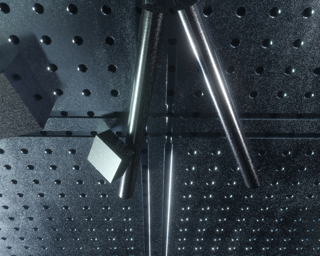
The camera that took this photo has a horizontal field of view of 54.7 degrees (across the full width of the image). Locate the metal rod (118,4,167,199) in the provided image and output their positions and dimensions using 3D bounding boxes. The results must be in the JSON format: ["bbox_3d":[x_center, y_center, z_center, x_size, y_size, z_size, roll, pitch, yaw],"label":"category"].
[{"bbox_3d":[-0.030,-0.008,0.404,0.025,0.025,0.298,7,130,-6],"label":"metal rod"}]

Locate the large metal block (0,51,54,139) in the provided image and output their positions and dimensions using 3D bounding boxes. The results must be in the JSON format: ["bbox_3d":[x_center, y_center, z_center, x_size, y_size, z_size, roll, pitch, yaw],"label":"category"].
[{"bbox_3d":[-0.187,-0.035,0.364,0.080,0.050,0.080,-12,129,10],"label":"large metal block"}]

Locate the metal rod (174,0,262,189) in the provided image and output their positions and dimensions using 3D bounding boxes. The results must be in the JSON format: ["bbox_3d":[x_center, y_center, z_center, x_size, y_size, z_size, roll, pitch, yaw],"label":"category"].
[{"bbox_3d":[0.086,-0.019,0.396,0.025,0.025,0.299,-19,128,15],"label":"metal rod"}]

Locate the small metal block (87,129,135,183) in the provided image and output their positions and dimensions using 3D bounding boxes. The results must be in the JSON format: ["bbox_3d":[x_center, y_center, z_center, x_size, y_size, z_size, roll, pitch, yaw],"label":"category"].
[{"bbox_3d":[-0.069,0.039,0.426,0.050,0.025,0.050,42,129,18],"label":"small metal block"}]
